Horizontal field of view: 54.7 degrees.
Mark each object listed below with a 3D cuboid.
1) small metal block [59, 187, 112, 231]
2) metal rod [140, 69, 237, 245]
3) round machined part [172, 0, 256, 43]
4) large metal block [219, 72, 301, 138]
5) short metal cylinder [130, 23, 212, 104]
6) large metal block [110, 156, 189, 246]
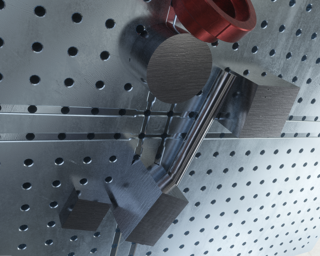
[{"bbox_3d":[-0.102,0.112,0.425,0.050,0.025,0.050,21,107,-36],"label":"small metal block"},{"bbox_3d":[0.031,0.053,0.460,0.025,0.025,0.298,13,112,-34],"label":"metal rod"},{"bbox_3d":[0.052,-0.129,0.325,0.099,0.098,0.042,14,146,-34],"label":"round machined part"},{"bbox_3d":[0.143,-0.033,0.453,0.081,0.050,0.079,-1,119,-28],"label":"large metal block"},{"bbox_3d":[0.012,-0.074,0.356,0.081,0.050,0.079,-14,124,-21],"label":"short metal cylinder"},{"bbox_3d":[-0.020,0.100,0.427,0.050,0.080,0.080,29,102,-38],"label":"large metal block"}]
